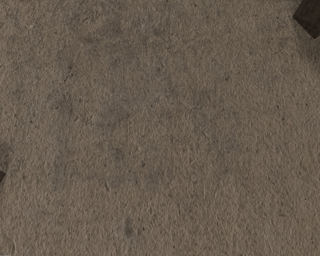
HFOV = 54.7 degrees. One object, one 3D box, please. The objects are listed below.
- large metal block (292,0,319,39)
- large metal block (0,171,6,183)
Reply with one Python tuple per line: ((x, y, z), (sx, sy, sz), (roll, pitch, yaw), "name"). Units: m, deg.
((0.256, -0.190, 0.451), (0.080, 0.080, 0.050), (-32, 74, -11), "large metal block")
((-0.250, 0.069, 0.367), (0.080, 0.050, 0.080), (23, 71, 8), "large metal block")
